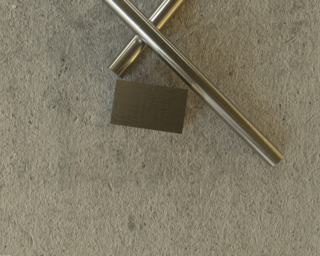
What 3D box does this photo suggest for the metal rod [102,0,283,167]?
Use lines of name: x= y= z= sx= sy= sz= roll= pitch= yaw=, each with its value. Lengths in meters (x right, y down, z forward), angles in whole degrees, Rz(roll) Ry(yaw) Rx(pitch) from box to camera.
metal rod: x=0.046 y=-0.061 z=0.394 sx=0.300 sy=0.025 sz=0.025 roll=44 pitch=90 yaw=-7

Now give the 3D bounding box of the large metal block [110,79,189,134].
large metal block: x=-0.012 y=-0.024 z=0.382 sx=0.081 sy=0.080 sz=0.050 roll=8 pitch=90 yaw=-1

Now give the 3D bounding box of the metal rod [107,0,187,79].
metal rod: x=0.035 y=-0.188 z=0.410 sx=0.025 sy=0.025 sz=0.300 roll=39 pitch=90 yaw=-1
